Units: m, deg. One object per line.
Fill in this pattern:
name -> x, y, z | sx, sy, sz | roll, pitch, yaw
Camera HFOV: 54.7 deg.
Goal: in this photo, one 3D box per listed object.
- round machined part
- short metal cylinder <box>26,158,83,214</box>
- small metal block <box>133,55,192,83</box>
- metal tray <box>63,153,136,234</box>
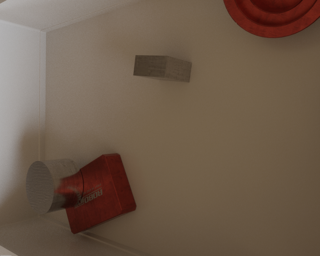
round machined part -> 0.111, -0.137, 0.286 | 0.098, 0.042, 0.097 | 16, 127, 23
short metal cylinder -> -0.166, 0.089, 0.484 | 0.080, 0.050, 0.079 | 0, 90, 40
small metal block -> 0.004, -0.074, 0.386 | 0.050, 0.050, 0.025 | 12, 98, 39
metal tray -> -0.102, 0.105, 0.485 | 0.130, 0.030, 0.090 | -31, 71, 35
